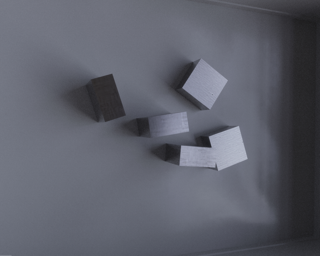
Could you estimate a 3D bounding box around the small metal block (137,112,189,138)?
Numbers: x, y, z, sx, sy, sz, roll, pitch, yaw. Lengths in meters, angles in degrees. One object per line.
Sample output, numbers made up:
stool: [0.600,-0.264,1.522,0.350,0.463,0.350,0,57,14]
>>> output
small metal block: [0.002,-0.004,0.398,0.050,0.050,0.025,-9,94,-20]

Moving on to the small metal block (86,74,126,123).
small metal block: [-0.066,-0.034,0.373,0.025,0.050,0.050,-20,97,-19]

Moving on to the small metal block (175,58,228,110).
small metal block: [0.058,-0.060,0.432,0.050,0.025,0.050,36,79,-17]

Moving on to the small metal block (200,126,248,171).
small metal block: [0.092,0.028,0.444,0.050,0.025,0.050,-18,96,-19]

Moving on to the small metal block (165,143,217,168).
small metal block: [0.040,0.036,0.412,0.050,0.050,0.025,5,89,-20]
